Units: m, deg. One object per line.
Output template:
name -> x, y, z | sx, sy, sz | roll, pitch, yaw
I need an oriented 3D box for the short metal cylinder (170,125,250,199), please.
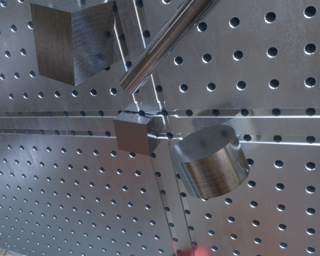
short metal cylinder -> 0.059, 0.038, 0.367 | 0.080, 0.080, 0.050 | -14, 111, 33

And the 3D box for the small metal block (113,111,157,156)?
small metal block -> -0.034, 0.007, 0.432 | 0.050, 0.025, 0.050 | 9, 122, 23

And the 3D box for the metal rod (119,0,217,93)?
metal rod -> 0.046, -0.133, 0.304 | 0.025, 0.025, 0.299 | 45, 129, -4

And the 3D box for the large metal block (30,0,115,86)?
large metal block -> -0.096, -0.106, 0.359 | 0.050, 0.080, 0.079 | 19, 126, 17
